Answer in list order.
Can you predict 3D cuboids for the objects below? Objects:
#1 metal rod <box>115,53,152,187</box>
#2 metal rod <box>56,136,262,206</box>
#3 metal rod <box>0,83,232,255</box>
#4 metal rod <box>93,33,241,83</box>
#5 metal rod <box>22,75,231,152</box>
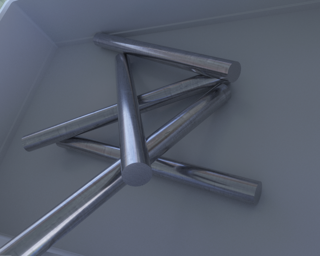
[{"bbox_3d":[-0.040,-0.036,0.380,0.025,0.025,0.300,-31,30,9],"label":"metal rod"},{"bbox_3d":[-0.025,0.042,0.393,0.300,0.025,0.025,11,67,32],"label":"metal rod"},{"bbox_3d":[-0.022,0.031,0.314,0.025,0.025,0.302,25,49,37],"label":"metal rod"},{"bbox_3d":[-0.012,-0.113,0.460,0.300,0.025,0.025,26,76,43],"label":"metal rod"},{"bbox_3d":[-0.053,-0.024,0.427,0.301,0.025,0.025,-18,54,9],"label":"metal rod"}]
